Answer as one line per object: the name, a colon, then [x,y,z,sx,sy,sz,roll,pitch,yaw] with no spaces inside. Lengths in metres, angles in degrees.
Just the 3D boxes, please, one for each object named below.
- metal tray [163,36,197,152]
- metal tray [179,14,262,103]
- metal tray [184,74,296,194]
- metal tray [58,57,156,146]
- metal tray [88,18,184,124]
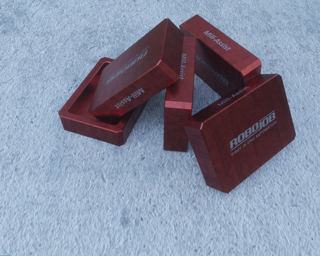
metal tray: [0.026,-0.046,0.401,0.030,0.089,0.130,5,51,4]
metal tray: [0.083,-0.090,0.436,0.030,0.090,0.130,-35,57,-9]
metal tray: [0.098,0.003,0.361,0.131,0.090,0.030,-32,22,-24]
metal tray: [-0.068,-0.042,0.436,0.090,0.030,0.130,16,52,12]
metal tray: [-0.031,-0.068,0.388,0.130,0.030,0.090,-28,38,36]
